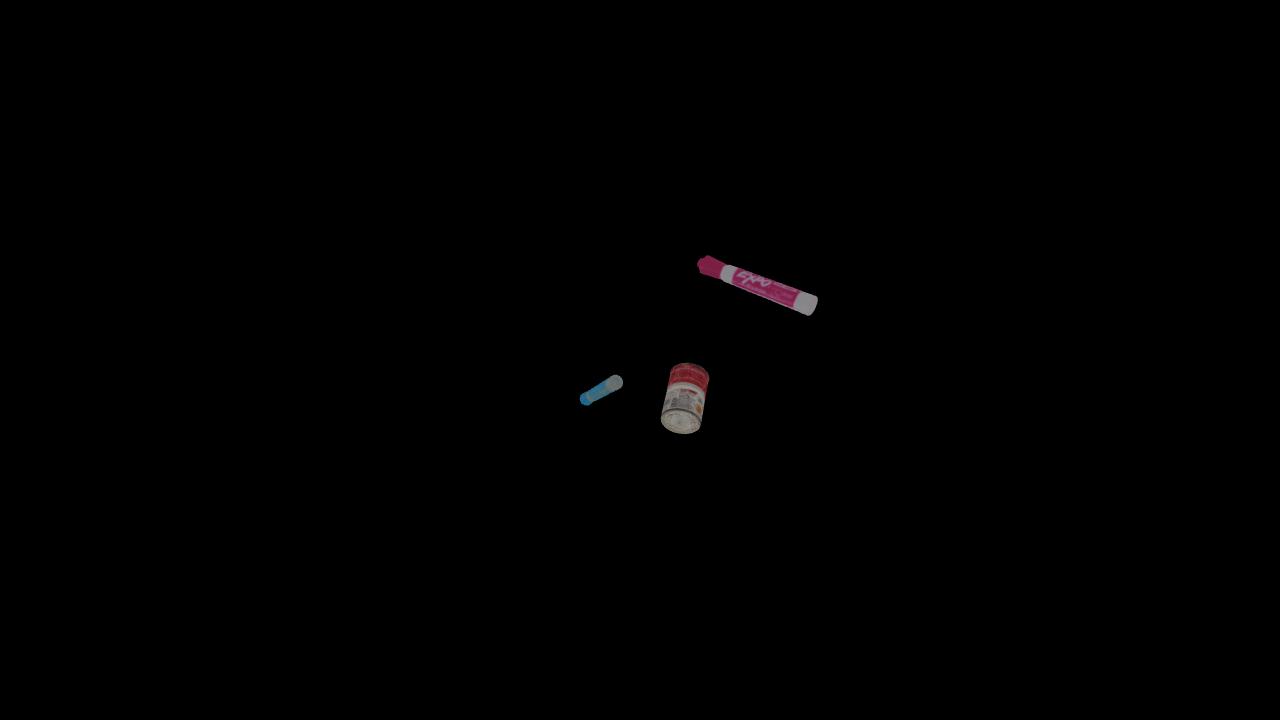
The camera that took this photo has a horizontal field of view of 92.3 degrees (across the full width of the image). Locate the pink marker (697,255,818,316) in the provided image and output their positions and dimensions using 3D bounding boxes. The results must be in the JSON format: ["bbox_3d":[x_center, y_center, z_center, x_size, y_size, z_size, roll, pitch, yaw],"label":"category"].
[{"bbox_3d":[0.106,-0.072,0.575,0.121,0.020,0.020,26,13,27],"label":"pink marker"}]

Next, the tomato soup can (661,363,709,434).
[{"bbox_3d":[0.075,0.064,1.016,0.068,0.101,0.068,8,-41,7],"label":"tomato soup can"}]

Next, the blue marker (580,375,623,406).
[{"bbox_3d":[-0.053,0.041,0.811,0.020,0.020,0.121,0,-14,-24],"label":"blue marker"}]
